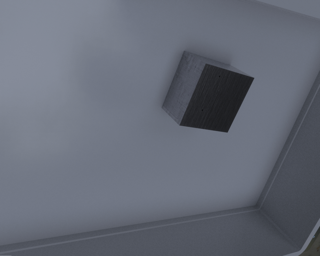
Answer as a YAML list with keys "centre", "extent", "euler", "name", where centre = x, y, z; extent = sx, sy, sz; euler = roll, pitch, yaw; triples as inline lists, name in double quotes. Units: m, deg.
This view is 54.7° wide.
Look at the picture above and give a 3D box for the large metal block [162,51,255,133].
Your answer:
- centre: [0.060, -0.045, 0.400]
  extent: [0.081, 0.050, 0.079]
  euler: [8, 114, -32]
  name: "large metal block"
